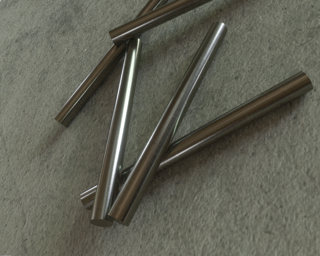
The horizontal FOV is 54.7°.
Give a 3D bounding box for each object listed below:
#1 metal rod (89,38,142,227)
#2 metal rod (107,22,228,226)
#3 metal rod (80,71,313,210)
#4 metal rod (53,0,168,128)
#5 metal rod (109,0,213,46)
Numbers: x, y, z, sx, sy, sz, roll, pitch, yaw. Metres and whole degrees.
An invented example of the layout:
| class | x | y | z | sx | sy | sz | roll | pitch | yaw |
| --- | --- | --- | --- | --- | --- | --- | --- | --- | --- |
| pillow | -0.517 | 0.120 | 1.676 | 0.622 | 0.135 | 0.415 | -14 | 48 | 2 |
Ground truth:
| class | x | y | z | sx | sy | sz | roll | pitch | yaw |
| --- | --- | --- | --- | --- | --- | --- | --- | --- | --- |
| metal rod | -0.052 | -0.018 | 0.420 | 0.025 | 0.025 | 0.300 | -12 | 50 | 21 |
| metal rod | 0.021 | -0.024 | 0.382 | 0.025 | 0.025 | 0.300 | 11 | 60 | 32 |
| metal rod | 0.036 | 0.020 | 0.371 | 0.301 | 0.025 | 0.025 | -30 | 52 | 8 |
| metal rod | -0.072 | -0.127 | 0.517 | 0.025 | 0.025 | 0.300 | 28 | 76 | 37 |
| metal rod | 0.061 | -0.202 | 0.478 | 0.301 | 0.025 | 0.025 | -23 | 53 | 7 |
